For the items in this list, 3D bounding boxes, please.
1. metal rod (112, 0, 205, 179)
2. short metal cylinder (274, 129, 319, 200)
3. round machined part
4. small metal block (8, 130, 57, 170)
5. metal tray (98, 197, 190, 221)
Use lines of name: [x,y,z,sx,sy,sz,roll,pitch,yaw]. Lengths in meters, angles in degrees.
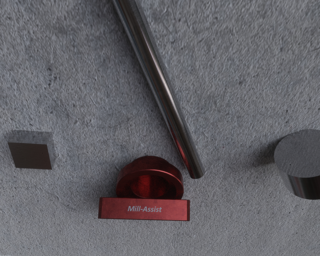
metal rod: [0.005,-0.041,0.372,0.025,0.025,0.299,-15,129,12]
short metal cylinder: [0.200,0.048,0.414,0.080,0.080,0.050,-22,127,17]
round machined part: [-0.015,0.080,0.464,0.099,0.042,0.097,0,130,0]
small metal block: [-0.176,0.031,0.432,0.050,0.025,0.050,4,130,-4]
metal tray: [-0.024,0.128,0.483,0.131,0.030,0.090,2,164,-2]
